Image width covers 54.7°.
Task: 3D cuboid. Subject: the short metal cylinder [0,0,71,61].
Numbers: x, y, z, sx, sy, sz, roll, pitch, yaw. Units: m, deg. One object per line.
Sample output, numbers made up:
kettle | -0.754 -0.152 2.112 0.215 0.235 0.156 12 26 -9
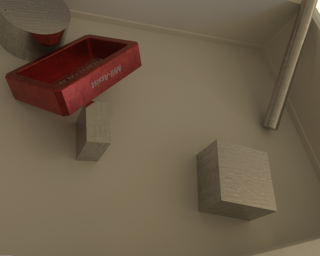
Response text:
short metal cylinder | -0.157 -0.130 0.385 0.081 0.050 0.080 14 56 -21

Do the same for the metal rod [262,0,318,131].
metal rod | 0.229 -0.140 0.520 0.025 0.025 0.299 20 85 -17

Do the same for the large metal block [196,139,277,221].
large metal block | 0.096 0.069 0.401 0.081 0.050 0.080 15 55 -20

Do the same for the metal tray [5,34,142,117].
metal tray | -0.095 -0.068 0.362 0.090 0.030 0.131 18 43 30

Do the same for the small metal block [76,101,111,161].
small metal block | -0.076 0.004 0.347 0.025 0.050 0.050 6 59 -26
